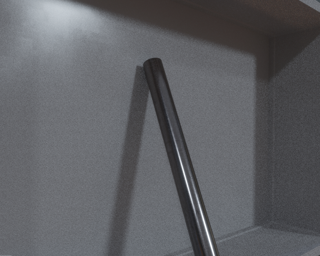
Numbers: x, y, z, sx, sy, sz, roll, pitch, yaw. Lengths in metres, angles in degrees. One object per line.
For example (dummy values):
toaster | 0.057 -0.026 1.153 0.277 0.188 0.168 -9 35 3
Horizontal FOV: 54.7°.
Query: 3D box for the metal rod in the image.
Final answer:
metal rod | 0.027 0.052 0.352 0.025 0.025 0.299 3 64 -40
